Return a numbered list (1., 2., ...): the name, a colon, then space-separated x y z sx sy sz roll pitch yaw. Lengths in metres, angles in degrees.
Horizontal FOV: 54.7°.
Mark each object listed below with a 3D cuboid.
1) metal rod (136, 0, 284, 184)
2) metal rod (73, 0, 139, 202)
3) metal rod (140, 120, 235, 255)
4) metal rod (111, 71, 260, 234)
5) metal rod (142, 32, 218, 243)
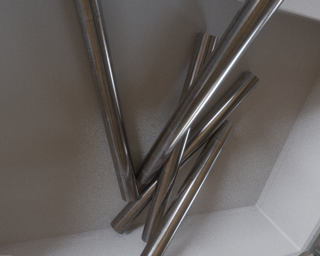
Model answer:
1. metal rod: 0.031 -0.019 0.335 0.025 0.025 0.298 -2 145 -28
2. metal rod: -0.058 -0.025 0.362 0.025 0.025 0.298 -19 126 -17
3. metal rod: 0.023 0.111 0.412 0.300 0.025 0.025 -56 133 -21
4. metal rod: 0.034 0.039 0.453 0.299 0.025 0.025 -49 129 6
5. metal rod: 0.022 0.026 0.415 0.025 0.025 0.298 5 109 -31
